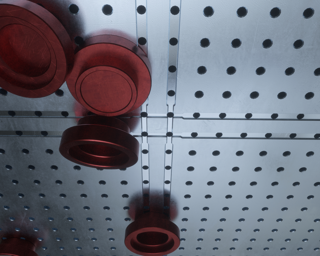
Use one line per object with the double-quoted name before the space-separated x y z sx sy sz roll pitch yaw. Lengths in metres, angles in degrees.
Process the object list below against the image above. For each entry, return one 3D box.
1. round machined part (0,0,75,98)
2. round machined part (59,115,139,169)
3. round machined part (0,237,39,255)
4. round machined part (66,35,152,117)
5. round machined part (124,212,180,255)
"round machined part" -0.137 -0.083 0.322 0.098 0.042 0.097 4 126 6
"round machined part" -0.075 0.017 0.400 0.098 0.042 0.098 3 153 2
"round machined part" -0.288 0.253 0.613 0.099 0.042 0.097 0 130 0
"round machined part" -0.059 -0.052 0.356 0.099 0.042 0.097 0 130 0
"round machined part" -0.013 0.189 0.561 0.099 0.042 0.097 0 130 0
